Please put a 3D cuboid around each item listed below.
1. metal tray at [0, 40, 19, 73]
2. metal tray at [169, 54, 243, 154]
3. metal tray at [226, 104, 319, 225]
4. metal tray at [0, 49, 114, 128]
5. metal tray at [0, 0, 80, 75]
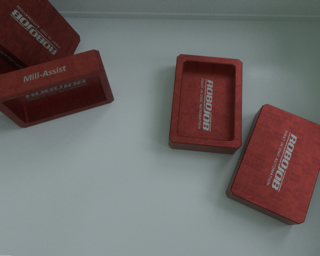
[{"bbox_3d":[-0.237,-0.071,0.368,0.030,0.089,0.131,23,38,31],"label":"metal tray"},{"bbox_3d":[0.062,-0.034,0.419,0.091,0.030,0.130,6,70,1],"label":"metal tray"},{"bbox_3d":[0.150,0.044,0.393,0.090,0.030,0.130,24,71,8],"label":"metal tray"},{"bbox_3d":[-0.130,-0.046,0.390,0.131,0.090,0.030,-17,71,-7],"label":"metal tray"},{"bbox_3d":[-0.167,-0.123,0.396,0.030,0.130,0.090,9,69,28],"label":"metal tray"}]
